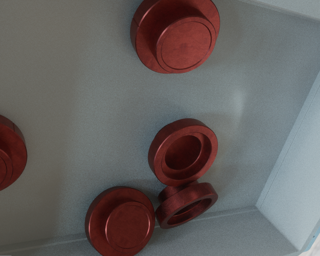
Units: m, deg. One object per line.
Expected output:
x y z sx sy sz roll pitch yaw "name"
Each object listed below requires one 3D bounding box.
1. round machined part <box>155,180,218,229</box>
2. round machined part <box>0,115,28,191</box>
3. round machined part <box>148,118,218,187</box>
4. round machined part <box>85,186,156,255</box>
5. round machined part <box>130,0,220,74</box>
0.036 0.110 0.474 0.099 0.042 0.098 -22 149 -14 "round machined part"
-0.189 0.034 0.316 0.099 0.042 0.097 -14 125 -21 "round machined part"
0.028 0.030 0.432 0.099 0.042 0.097 -13 122 -21 "round machined part"
-0.049 0.131 0.425 0.099 0.042 0.097 2 86 -30 "round machined part"
0.021 -0.098 0.334 0.099 0.042 0.097 -15 139 -13 "round machined part"
